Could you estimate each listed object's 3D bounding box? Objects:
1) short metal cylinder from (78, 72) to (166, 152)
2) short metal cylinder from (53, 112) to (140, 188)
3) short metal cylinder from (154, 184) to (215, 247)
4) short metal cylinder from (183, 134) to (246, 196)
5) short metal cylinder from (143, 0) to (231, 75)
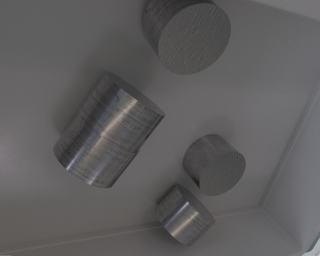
[{"bbox_3d":[-0.041,-0.018,0.340,0.080,0.080,0.050,30,102,-38],"label":"short metal cylinder"},{"bbox_3d":[-0.070,0.022,0.348,0.080,0.080,0.050,30,102,-38],"label":"short metal cylinder"},{"bbox_3d":[0.038,0.133,0.476,0.050,0.080,0.080,-47,129,5],"label":"short metal cylinder"},{"bbox_3d":[0.082,0.056,0.472,0.081,0.050,0.079,-14,124,-21],"label":"short metal cylinder"},{"bbox_3d":[0.027,-0.104,0.331,0.081,0.050,0.080,-15,138,-13],"label":"short metal cylinder"}]
